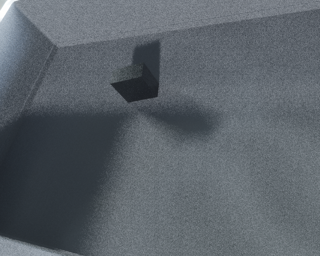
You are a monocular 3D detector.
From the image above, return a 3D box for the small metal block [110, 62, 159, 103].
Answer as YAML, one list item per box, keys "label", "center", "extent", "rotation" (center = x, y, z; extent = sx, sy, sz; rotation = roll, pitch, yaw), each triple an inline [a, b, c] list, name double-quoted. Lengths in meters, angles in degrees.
- label: "small metal block"
  center: [-0.036, -0.064, 0.449]
  extent: [0.050, 0.050, 0.025]
  rotation: [-8, 58, 24]
